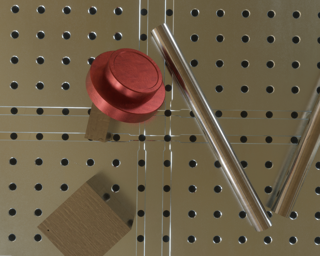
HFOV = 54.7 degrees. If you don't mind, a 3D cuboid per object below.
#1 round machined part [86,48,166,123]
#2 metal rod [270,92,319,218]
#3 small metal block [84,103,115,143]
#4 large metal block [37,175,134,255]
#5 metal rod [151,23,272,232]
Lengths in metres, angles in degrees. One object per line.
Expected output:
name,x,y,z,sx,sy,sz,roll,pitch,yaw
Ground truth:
round machined part,-0.036,-0.058,0.378,0.099,0.042,0.098,16,52,-22
metal rod,0.219,-0.022,0.416,0.025,0.025,0.299,23,90,-1
small metal block,-0.074,-0.010,0.400,0.025,0.050,0.050,13,90,0
large metal block,-0.092,0.121,0.400,0.080,0.050,0.080,-43,91,0
metal rod,0.069,0.000,0.414,0.025,0.025,0.299,-28,90,0
